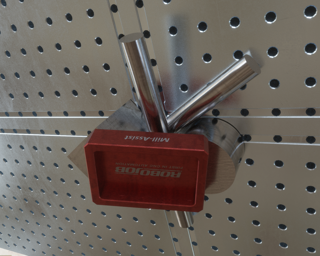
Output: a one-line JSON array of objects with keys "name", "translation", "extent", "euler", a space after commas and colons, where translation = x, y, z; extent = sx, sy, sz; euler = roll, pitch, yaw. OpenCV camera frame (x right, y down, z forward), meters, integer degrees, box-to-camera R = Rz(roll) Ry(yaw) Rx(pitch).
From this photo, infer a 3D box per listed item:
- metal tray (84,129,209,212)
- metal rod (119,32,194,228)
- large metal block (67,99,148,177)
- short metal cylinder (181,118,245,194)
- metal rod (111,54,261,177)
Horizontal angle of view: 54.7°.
[{"name": "metal tray", "translation": [-0.014, 0.050, 0.353], "extent": [0.131, 0.030, 0.089], "euler": [3, 122, 5]}, {"name": "metal rod", "translation": [0.006, 0.027, 0.394], "extent": [0.025, 0.025, 0.298], "euler": [4, 130, 26]}, {"name": "large metal block", "translation": [-0.065, 0.018, 0.418], "extent": [0.050, 0.080, 0.080], "euler": [47, 129, -5]}, {"name": "short metal cylinder", "translation": [0.059, 0.034, 0.383], "extent": [0.080, 0.050, 0.079], "euler": [13, 124, 20]}, {"name": "metal rod", "translation": [0.004, 0.006, 0.412], "extent": [0.025, 0.025, 0.299], "euler": [47, 129, -6]}]
